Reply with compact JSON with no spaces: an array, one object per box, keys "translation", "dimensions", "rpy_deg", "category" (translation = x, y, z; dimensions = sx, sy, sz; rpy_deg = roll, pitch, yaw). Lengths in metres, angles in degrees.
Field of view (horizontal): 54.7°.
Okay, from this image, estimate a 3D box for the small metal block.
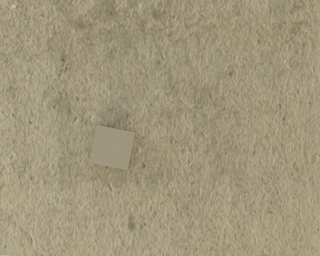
[{"translation":[-0.061,0.025,0.409],"dimensions":[0.050,0.025,0.050],"rpy_deg":[12,90,-1],"category":"small metal block"}]
